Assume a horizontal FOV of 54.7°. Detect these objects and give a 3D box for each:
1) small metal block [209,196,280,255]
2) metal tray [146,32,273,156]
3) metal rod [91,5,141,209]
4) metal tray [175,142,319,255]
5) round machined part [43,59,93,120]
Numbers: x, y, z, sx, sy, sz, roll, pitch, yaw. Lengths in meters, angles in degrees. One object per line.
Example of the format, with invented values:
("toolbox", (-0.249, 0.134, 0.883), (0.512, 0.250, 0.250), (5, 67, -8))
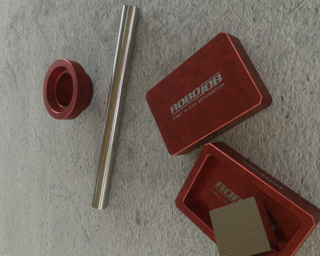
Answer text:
("small metal block", (0.082, 0.101, 0.306), (0.050, 0.025, 0.050), (-27, 55, 26))
("metal tray", (0.049, -0.035, 0.359), (0.130, 0.030, 0.090), (-35, 69, 34))
("metal rod", (-0.067, -0.024, 0.457), (0.025, 0.025, 0.298), (17, 101, 38))
("metal tray", (0.086, 0.085, 0.329), (0.130, 0.030, 0.089), (38, 113, 33))
("round machined part", (-0.149, -0.062, 0.513), (0.098, 0.042, 0.097), (0, 90, 39))
